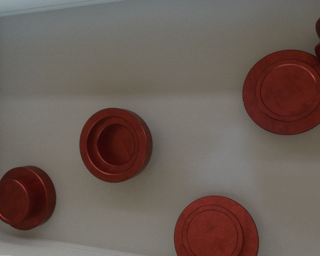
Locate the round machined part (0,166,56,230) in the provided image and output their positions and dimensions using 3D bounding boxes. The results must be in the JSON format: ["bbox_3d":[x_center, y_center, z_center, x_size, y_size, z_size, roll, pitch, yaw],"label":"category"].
[{"bbox_3d":[-0.214,0.109,0.475,0.098,0.042,0.097,0,90,19],"label":"round machined part"}]

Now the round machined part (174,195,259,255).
[{"bbox_3d":[0.064,0.127,0.360,0.098,0.042,0.098,-7,64,15],"label":"round machined part"}]

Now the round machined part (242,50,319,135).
[{"bbox_3d":[0.144,-0.040,0.351,0.098,0.042,0.097,0,90,19],"label":"round machined part"}]

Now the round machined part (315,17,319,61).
[{"bbox_3d":[0.195,-0.077,0.302,0.098,0.098,0.042,40,98,15],"label":"round machined part"}]

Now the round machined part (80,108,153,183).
[{"bbox_3d":[-0.055,0.022,0.420,0.098,0.042,0.097,0,90,19],"label":"round machined part"}]
